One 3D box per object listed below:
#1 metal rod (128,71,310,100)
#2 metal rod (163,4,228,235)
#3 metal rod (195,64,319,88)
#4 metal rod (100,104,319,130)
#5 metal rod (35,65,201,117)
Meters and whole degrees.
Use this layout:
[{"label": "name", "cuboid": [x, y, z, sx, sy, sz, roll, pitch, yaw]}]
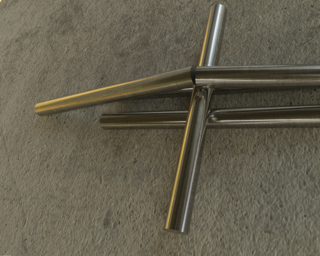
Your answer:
[{"label": "metal rod", "cuboid": [0.066, -0.055, 0.403, 0.300, 0.025, 0.025, -1, 62, 27]}, {"label": "metal rod", "cuboid": [0.048, -0.030, 0.365, 0.025, 0.025, 0.300, 0, 61, 28]}, {"label": "metal rod", "cuboid": [0.186, -0.052, 0.307, 0.301, 0.025, 0.025, 2, 62, 17]}, {"label": "metal rod", "cuboid": [0.054, -0.011, 0.382, 0.300, 0.025, 0.025, -1, 62, 27]}, {"label": "metal rod", "cuboid": [-0.080, -0.046, 0.442, 0.300, 0.025, 0.025, -7, 58, 35]}]
